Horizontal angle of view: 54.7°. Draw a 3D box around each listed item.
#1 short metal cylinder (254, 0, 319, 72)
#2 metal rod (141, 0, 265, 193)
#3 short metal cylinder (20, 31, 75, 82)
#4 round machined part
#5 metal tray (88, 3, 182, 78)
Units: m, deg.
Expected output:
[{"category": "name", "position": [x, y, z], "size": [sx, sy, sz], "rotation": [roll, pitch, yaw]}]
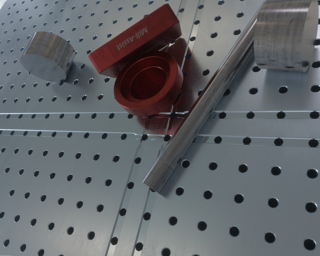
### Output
[{"category": "short metal cylinder", "position": [0.148, -0.108, 0.361], "size": [0.050, 0.080, 0.080], "rotation": [12, 68, 33]}, {"category": "metal rod", "position": [0.071, -0.050, 0.400], "size": [0.025, 0.025, 0.300], "rotation": [26, 75, 37]}, {"category": "short metal cylinder", "position": [-0.199, -0.126, 0.555], "size": [0.080, 0.080, 0.050], "rotation": [0, 62, 28]}, {"category": "round machined part", "position": [-0.012, -0.058, 0.440], "size": [0.098, 0.042, 0.098], "rotation": [-13, 56, 21]}, {"category": "metal tray", "position": [-0.032, -0.124, 0.460], "size": [0.130, 0.090, 0.030], "rotation": [-31, 91, 8]}]
